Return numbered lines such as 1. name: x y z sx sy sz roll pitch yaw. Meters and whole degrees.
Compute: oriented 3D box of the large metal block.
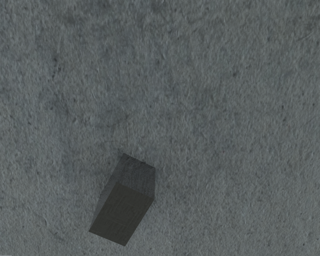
1. large metal block: -0.048 0.093 0.414 0.050 0.080 0.080 27 108 -10
